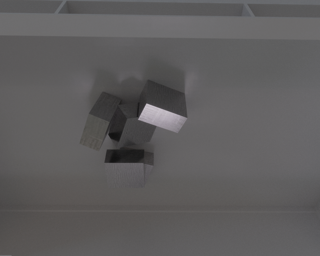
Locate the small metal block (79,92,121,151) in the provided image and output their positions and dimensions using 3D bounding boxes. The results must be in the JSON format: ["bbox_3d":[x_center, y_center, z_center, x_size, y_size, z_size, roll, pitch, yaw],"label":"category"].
[{"bbox_3d":[-0.073,-0.008,0.382,0.025,0.050,0.050,23,127,-6],"label":"small metal block"}]

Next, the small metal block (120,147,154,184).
[{"bbox_3d":[-0.041,0.058,0.458,0.050,0.025,0.050,13,129,-12],"label":"small metal block"}]

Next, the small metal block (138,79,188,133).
[{"bbox_3d":[0.003,-0.026,0.370,0.050,0.050,0.025,19,128,-16],"label":"small metal block"}]

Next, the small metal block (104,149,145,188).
[{"bbox_3d":[-0.047,0.056,0.423,0.050,0.025,0.050,0,130,-1],"label":"small metal block"}]

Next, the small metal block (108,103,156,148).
[{"bbox_3d":[-0.032,-0.005,0.390,0.050,0.025,0.050,-10,139,-36],"label":"small metal block"}]
